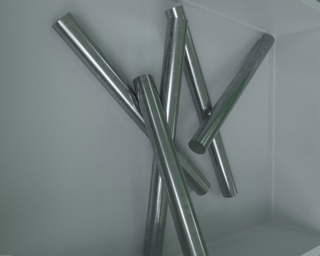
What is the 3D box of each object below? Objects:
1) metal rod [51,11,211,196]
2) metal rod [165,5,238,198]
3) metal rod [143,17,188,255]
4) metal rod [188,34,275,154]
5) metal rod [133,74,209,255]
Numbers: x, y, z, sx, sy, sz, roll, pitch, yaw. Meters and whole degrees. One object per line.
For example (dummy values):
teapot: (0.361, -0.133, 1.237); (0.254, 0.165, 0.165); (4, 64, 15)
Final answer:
metal rod: (-0.019, -0.011, 0.392); (0.300, 0.025, 0.025); (51, 60, -28)
metal rod: (0.067, -0.029, 0.464); (0.025, 0.025, 0.298); (-31, 110, -36)
metal rod: (0.006, 0.020, 0.382); (0.025, 0.025, 0.298); (-1, 100, -40)
metal rod: (0.125, -0.069, 0.491); (0.301, 0.025, 0.025); (-51, 121, -36)
metal rod: (0.022, 0.079, 0.328); (0.025, 0.025, 0.299); (-3, 68, -40)
